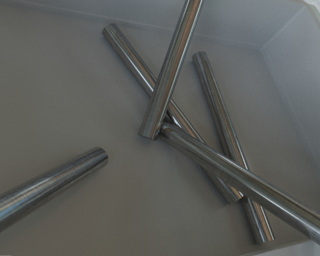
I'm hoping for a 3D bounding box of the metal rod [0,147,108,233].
[{"bbox_3d":[-0.122,0.065,0.214,0.025,0.025,0.301,48,23,5],"label":"metal rod"}]

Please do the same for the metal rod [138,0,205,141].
[{"bbox_3d":[0.032,-0.128,0.412,0.025,0.025,0.299,21,83,-16],"label":"metal rod"}]

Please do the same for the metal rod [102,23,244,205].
[{"bbox_3d":[0.013,-0.026,0.429,0.025,0.025,0.299,-29,78,-38],"label":"metal rod"}]

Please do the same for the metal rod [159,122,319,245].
[{"bbox_3d":[0.105,0.066,0.318,0.025,0.025,0.300,-21,39,-36],"label":"metal rod"}]

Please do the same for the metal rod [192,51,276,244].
[{"bbox_3d":[0.100,0.012,0.453,0.025,0.025,0.299,0,62,-29],"label":"metal rod"}]
